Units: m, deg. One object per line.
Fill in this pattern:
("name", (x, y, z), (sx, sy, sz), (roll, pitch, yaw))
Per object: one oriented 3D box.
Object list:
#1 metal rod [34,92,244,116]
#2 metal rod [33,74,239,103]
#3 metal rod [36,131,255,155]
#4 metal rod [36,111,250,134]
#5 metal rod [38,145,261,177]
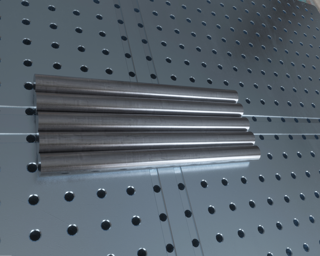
("metal rod", (-0.008, -0.028, 0.422), (0.303, 0.025, 0.025), (0, 62, -28))
("metal rod", (-0.014, -0.050, 0.433), (0.303, 0.025, 0.025), (0, 62, -28))
("metal rod", (0.003, 0.017, 0.401), (0.303, 0.025, 0.025), (0, 62, -28))
("metal rod", (-0.002, -0.005, 0.411), (0.303, 0.025, 0.025), (0, 62, -28))
("metal rod", (0.009, 0.038, 0.391), (0.303, 0.025, 0.025), (0, 62, -29))
